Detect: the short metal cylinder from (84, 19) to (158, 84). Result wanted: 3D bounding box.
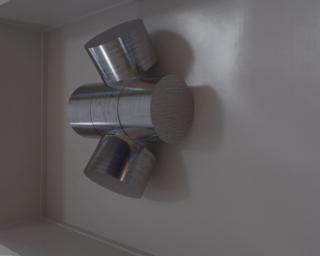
[{"bbox_3d":[-0.049,-0.099,0.400,0.080,0.080,0.050,3,129,40],"label":"short metal cylinder"}]

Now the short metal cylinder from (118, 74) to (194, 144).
[{"bbox_3d":[-0.003,-0.022,0.372,0.050,0.081,0.079,2,91,40],"label":"short metal cylinder"}]

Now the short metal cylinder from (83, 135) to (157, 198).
[{"bbox_3d":[-0.051,0.051,0.401,0.080,0.080,0.050,0,56,40],"label":"short metal cylinder"}]

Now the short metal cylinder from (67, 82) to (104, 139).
[{"bbox_3d":[-0.081,-0.024,0.436,0.050,0.081,0.079,2,91,40],"label":"short metal cylinder"}]

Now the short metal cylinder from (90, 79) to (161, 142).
[{"bbox_3d":[-0.042,-0.023,0.404,0.050,0.081,0.079,2,91,40],"label":"short metal cylinder"}]
